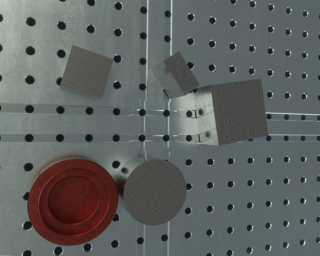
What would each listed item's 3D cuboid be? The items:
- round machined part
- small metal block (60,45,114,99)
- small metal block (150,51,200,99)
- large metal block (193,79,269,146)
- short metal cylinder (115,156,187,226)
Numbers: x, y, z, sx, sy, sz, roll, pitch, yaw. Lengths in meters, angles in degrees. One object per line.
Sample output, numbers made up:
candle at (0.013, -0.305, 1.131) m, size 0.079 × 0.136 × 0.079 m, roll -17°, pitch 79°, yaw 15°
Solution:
round machined part at (-0.102, 0.083, 0.366) m, size 0.099 × 0.042 × 0.097 m, roll 0°, pitch 90°, yaw -21°
small metal block at (-0.090, -0.067, 0.380) m, size 0.050 × 0.025 × 0.050 m, roll 17°, pitch 84°, yaw -20°
small metal block at (0.019, -0.068, 0.407) m, size 0.025 × 0.050 × 0.050 m, roll -37°, pitch 102°, yaw -16°
large metal block at (0.099, -0.023, 0.437) m, size 0.081 × 0.050 × 0.079 m, roll -10°, pitch 94°, yaw -20°
short metal cylinder at (-0.013, 0.077, 0.396) m, size 0.081 × 0.050 × 0.079 m, roll 0°, pitch 90°, yaw -20°
